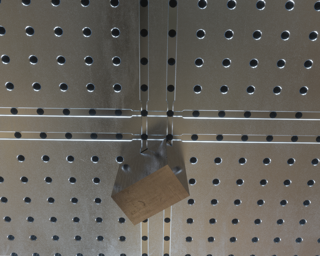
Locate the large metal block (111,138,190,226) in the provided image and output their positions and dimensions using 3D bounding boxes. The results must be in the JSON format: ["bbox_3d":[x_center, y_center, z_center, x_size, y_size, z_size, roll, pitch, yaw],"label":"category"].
[{"bbox_3d":[-0.011,0.068,0.409,0.080,0.080,0.050,-31,107,11],"label":"large metal block"}]
